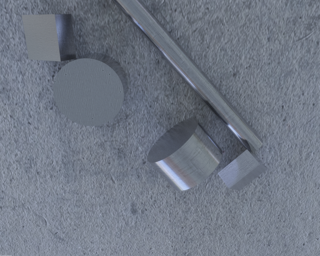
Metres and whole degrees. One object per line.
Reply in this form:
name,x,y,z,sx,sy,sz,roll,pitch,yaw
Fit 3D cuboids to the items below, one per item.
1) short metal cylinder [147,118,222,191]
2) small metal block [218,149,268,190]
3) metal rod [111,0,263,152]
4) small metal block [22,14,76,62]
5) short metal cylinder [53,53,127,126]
short metal cylinder,0.031,0.032,0.393,0.080,0.080,0.050,-37,106,12
small metal block,0.113,0.058,0.418,0.050,0.050,0.025,-43,60,14
metal rod,0.027,-0.079,0.380,0.025,0.025,0.300,-41,106,13
small metal block,-0.128,-0.105,0.358,0.050,0.025,0.050,9,112,26
short metal cylinder,-0.082,-0.048,0.378,0.081,0.050,0.079,0,110,-1
